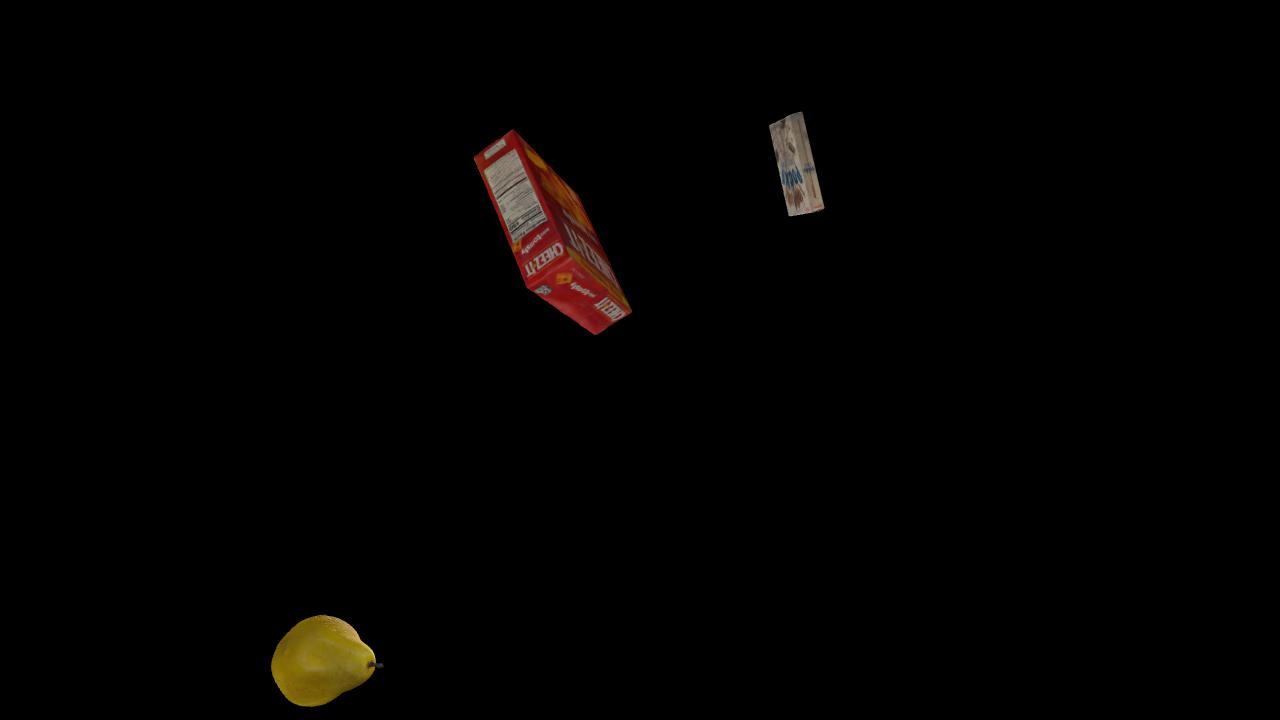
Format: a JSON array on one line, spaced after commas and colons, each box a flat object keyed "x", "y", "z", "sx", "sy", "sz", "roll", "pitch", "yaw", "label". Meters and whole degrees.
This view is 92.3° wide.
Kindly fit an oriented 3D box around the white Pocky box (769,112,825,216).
[{"x": 0.253, "y": -0.313, "z": 0.996, "sx": 0.028, "sy": 0.154, "sz": 0.084, "roll": -18, "pitch": 12, "yaw": -9, "label": "white Pocky box"}]

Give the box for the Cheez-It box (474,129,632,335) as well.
[{"x": -0.108, "y": -0.158, "z": 0.780, "sx": 0.071, "sy": 0.223, "sz": 0.166, "roll": -31, "pitch": -27, "yaw": 13, "label": "Cheez-It box"}]

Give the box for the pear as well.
[{"x": -0.280, "y": 0.283, "z": 0.576, "sx": 0.111, "sy": 0.080, "sz": 0.080, "roll": 3, "pitch": 1, "yaw": 13, "label": "pear"}]
